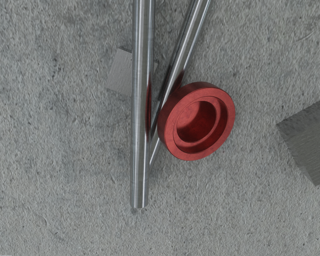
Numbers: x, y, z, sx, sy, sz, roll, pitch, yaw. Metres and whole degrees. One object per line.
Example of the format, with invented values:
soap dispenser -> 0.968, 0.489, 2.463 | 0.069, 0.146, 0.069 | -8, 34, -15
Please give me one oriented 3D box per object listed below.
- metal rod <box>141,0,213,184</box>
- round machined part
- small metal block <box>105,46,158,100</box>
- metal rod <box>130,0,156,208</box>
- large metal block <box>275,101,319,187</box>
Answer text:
metal rod -> 0.017, -0.058, 0.388 | 0.025, 0.025, 0.298 | 17, 109, -7
round machined part -> 0.041, -0.012, 0.384 | 0.099, 0.042, 0.097 | -13, 122, -22
small metal block -> -0.035, -0.068, 0.384 | 0.050, 0.025, 0.050 | 20, 109, -8
metal rod -> -0.022, -0.039, 0.368 | 0.025, 0.025, 0.298 | 2, 110, -1
large metal block -> 0.214, 0.016, 0.405 | 0.080, 0.050, 0.080 | -31, 108, 10
